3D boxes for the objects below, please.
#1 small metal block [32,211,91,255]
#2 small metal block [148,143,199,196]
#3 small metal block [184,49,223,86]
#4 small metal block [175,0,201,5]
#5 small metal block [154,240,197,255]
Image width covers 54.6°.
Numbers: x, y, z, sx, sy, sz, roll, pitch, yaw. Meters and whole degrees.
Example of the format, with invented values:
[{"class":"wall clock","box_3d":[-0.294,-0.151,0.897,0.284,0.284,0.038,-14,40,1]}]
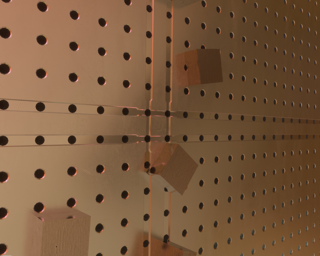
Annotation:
[{"class":"small metal block","box_3d":[-0.103,0.117,0.323,0.050,0.025,0.050,6,86,-40]},{"class":"small metal block","box_3d":[0.019,0.056,0.424,0.050,0.025,0.050,47,62,-30]},{"class":"small metal block","box_3d":[0.066,-0.091,0.463,0.050,0.025,0.050,-12,98,-39]},{"class":"small metal block","box_3d":[0.032,-0.207,0.434,0.050,0.025,0.050,1,90,-40]},{"class":"small metal block","box_3d":[0.016,0.180,0.406,0.025,0.050,0.050,25,75,-37]}]
